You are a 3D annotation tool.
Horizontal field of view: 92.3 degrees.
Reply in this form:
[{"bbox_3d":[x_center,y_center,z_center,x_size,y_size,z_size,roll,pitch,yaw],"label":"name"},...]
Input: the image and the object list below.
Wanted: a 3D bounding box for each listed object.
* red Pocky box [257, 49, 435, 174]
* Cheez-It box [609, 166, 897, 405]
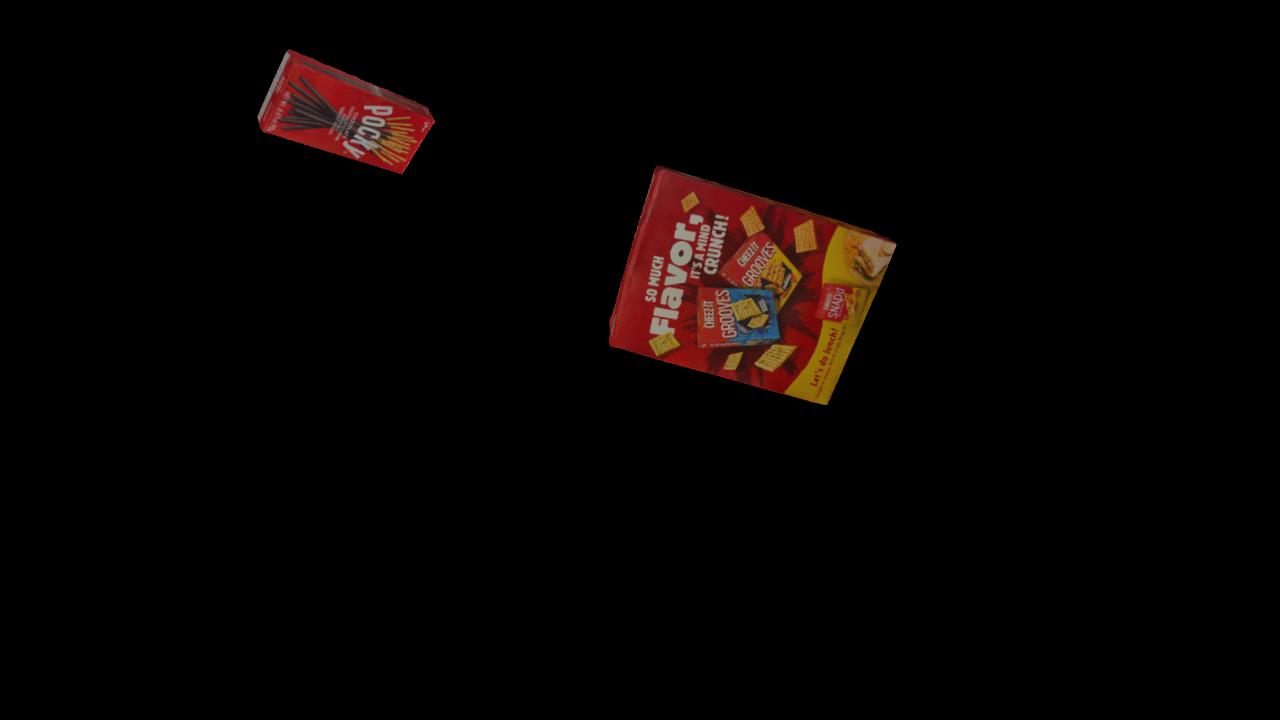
[{"bbox_3d":[-0.304,-0.255,0.650,0.083,0.028,0.155,-46,-27,26],"label":"red Pocky box"},{"bbox_3d":[0.097,-0.067,0.575,0.223,0.166,0.071,14,19,-8],"label":"Cheez-It box"}]
